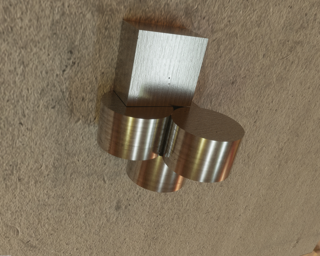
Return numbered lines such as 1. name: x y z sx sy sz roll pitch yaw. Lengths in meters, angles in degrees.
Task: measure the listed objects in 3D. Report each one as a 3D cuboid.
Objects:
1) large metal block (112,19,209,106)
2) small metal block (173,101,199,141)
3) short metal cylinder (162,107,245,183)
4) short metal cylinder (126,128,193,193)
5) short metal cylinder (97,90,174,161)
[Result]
1. large metal block: -0.002 -0.071 0.348 0.081 0.050 0.079 -2 119 -28
2. small metal block: 0.022 -0.015 0.398 0.025 0.050 0.050 1 118 -29
3. short metal cylinder: 0.047 0.016 0.344 0.081 0.080 0.050 -2 120 -28
4. short metal cylinder: 0.001 0.037 0.397 0.081 0.080 0.050 -1 119 -28
5. short metal cylinder: -0.029 -0.006 0.354 0.081 0.080 0.050 -2 120 -28
